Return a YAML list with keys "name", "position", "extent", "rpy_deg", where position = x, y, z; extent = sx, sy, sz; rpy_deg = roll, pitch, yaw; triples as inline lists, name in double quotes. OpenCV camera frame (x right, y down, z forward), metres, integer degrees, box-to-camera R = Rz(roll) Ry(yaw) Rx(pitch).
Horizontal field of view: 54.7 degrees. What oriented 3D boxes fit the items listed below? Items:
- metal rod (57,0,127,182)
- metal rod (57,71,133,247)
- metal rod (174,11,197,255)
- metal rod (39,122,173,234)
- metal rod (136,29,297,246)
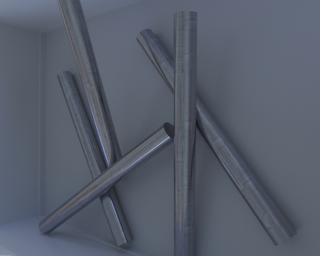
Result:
- name: "metal rod"
  position: [-0.088, -0.060, 0.397]
  extent: [0.025, 0.025, 0.298]
  rpy_deg: [9, 121, 39]
- name: "metal rod"
  position: [-0.109, 0.037, 0.493]
  extent: [0.025, 0.025, 0.299]
  rpy_deg: [-37, 68, 33]
- name: "metal rod"
  position: [0.028, 0.025, 0.355]
  extent: [0.025, 0.025, 0.298]
  rpy_deg: [8, 103, 39]
- name: "metal rod"
  position: [-0.088, 0.084, 0.441]
  extent: [0.299, 0.025, 0.025]
  rpy_deg: [-38, 67, 30]
- name: "metal rod"
  position: [0.051, -0.008, 0.362]
  extent: [0.025, 0.025, 0.299]
  rpy_deg: [-46, 63, 30]
